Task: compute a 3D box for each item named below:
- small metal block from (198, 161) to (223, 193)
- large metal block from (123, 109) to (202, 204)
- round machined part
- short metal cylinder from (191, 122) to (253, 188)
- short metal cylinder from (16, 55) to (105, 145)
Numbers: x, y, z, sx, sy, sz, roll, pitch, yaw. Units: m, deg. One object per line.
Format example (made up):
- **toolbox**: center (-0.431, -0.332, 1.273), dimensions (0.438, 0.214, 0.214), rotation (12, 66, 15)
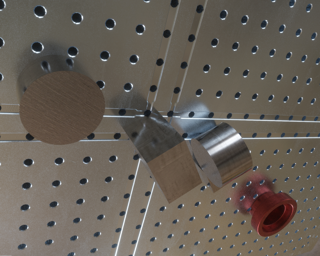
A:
- **small metal block**: center (0.096, 0.071, 0.508), dimensions (0.050, 0.025, 0.050), rotation (-32, 129, -8)
- **large metal block**: center (0.003, 0.035, 0.399), dimensions (0.050, 0.080, 0.080), rotation (-31, 129, -8)
- **round machined part**: center (0.224, 0.169, 0.627), dimensions (0.099, 0.042, 0.097), rotation (-14, 124, -21)
- **short metal cylinder**: center (0.087, 0.038, 0.447), dimensions (0.050, 0.080, 0.080), rotation (-28, 128, -11)
- **short metal cylinder**: center (-0.103, -0.029, 0.320), dimensions (0.081, 0.050, 0.079), rotation (-14, 124, -21)
